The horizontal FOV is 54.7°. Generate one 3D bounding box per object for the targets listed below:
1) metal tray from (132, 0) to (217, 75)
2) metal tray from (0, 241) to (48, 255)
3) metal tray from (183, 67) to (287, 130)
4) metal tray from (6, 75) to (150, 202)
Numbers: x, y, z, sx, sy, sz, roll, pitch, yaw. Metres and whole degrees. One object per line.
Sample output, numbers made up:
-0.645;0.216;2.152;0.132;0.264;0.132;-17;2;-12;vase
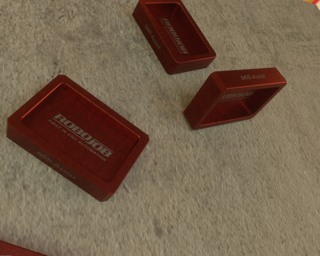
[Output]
0.024;-0.153;0.508;0.091;0.030;0.130;-18;71;-35;metal tray
-0.143;0.136;0.241;0.131;0.030;0.090;25;53;-13;metal tray
0.108;-0.043;0.446;0.131;0.089;0.030;-10;60;-33;metal tray
-0.088;0.009;0.348;0.130;0.030;0.090;36;51;-4;metal tray
